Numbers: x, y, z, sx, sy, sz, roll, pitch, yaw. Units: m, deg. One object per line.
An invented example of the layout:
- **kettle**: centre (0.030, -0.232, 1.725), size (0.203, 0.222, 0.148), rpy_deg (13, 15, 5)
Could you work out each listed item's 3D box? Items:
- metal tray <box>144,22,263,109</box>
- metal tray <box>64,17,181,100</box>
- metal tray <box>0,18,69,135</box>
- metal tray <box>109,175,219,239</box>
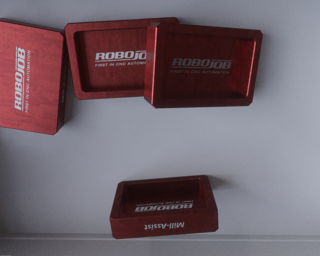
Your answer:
- **metal tray**: centre (0.050, -0.071, 0.358), size (0.131, 0.030, 0.089), rpy_deg (-3, 109, -20)
- **metal tray**: centre (-0.041, -0.084, 0.376), size (0.131, 0.030, 0.089), rpy_deg (-3, 110, 1)
- **metal tray**: centre (-0.165, -0.062, 0.384), size (0.091, 0.030, 0.129), rpy_deg (10, 110, -4)
- **metal tray**: centre (0.005, 0.102, 0.414), size (0.131, 0.090, 0.030), rpy_deg (-5, 110, 1)
